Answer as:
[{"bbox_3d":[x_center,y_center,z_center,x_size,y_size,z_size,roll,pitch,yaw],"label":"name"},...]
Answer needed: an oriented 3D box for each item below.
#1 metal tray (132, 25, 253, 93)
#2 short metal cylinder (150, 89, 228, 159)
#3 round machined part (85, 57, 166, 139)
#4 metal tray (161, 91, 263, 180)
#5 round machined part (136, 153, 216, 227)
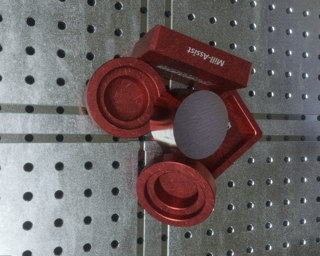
[{"bbox_3d":[0.037,-0.081,0.392,0.131,0.090,0.030,16,85,-20],"label":"metal tray"},{"bbox_3d":[0.035,-0.007,0.374,0.081,0.050,0.079,-7,102,-31],"label":"short metal cylinder"},{"bbox_3d":[-0.044,-0.036,0.388,0.099,0.042,0.097,0,90,-21],"label":"round machined part"},{"bbox_3d":[0.073,0.013,0.438,0.131,0.030,0.090,-38,103,-16],"label":"metal tray"},{"bbox_3d":[0.023,0.074,0.395,0.098,0.042,0.097,7,117,14],"label":"round machined part"}]
